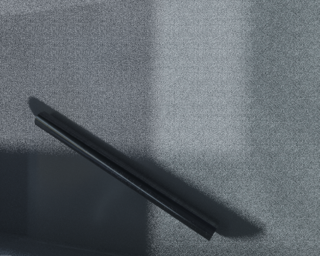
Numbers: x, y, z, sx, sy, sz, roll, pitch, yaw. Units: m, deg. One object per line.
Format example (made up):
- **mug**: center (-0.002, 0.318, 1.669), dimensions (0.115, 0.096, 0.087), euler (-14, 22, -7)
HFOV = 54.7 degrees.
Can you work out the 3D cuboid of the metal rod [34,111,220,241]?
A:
- **metal rod**: center (-0.057, 0.058, 0.429), dimensions (0.301, 0.025, 0.025), euler (30, 100, 17)
